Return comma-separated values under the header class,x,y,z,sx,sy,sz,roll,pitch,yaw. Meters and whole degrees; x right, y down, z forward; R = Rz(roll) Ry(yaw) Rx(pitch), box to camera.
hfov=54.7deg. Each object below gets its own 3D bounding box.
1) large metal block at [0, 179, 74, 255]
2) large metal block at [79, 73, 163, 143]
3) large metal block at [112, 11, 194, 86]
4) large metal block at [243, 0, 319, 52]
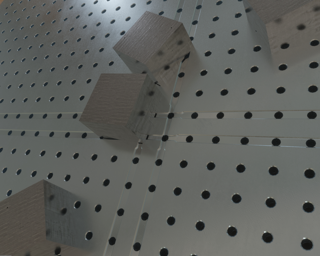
class,x,y,z,sx,sy,sz,roll,pitch,yaw
large metal block,-0.163,0.125,0.399,0.080,0.050,0.080,-27,53,10
large metal block,-0.053,-0.030,0.437,0.080,0.050,0.080,6,65,30
large metal block,-0.010,-0.123,0.472,0.080,0.050,0.080,34,81,38
large metal block,0.163,-0.159,0.404,0.080,0.050,0.080,-25,53,12
